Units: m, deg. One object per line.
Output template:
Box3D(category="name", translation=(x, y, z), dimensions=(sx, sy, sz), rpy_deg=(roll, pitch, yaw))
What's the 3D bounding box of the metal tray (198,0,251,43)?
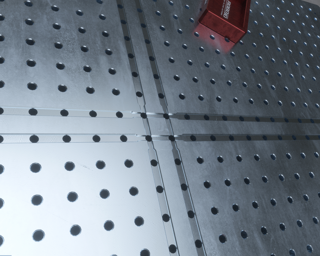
Box3D(category="metal tray", translation=(0.133, -0.238, 0.620), dimensions=(0.090, 0.030, 0.130), rpy_deg=(26, 53, -12))
